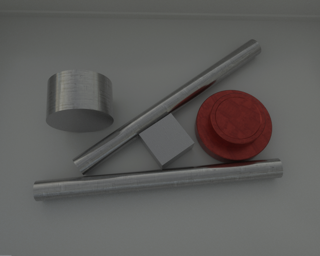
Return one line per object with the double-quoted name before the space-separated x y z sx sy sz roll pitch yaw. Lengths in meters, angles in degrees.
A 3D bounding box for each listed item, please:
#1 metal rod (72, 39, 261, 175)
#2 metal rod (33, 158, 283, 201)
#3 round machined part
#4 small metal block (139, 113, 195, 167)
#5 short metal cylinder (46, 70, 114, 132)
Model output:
"metal rod" 0.018 -0.035 0.421 0.301 0.025 0.025 -35 74 -12
"metal rod" 0.000 0.064 0.385 0.302 0.025 0.025 -5 70 -3
"round machined part" 0.097 -0.006 0.401 0.099 0.042 0.098 0 70 -1
"small metal block" 0.008 0.017 0.401 0.050 0.025 0.050 -34 74 -12
"short metal cylinder" -0.100 -0.031 0.390 0.081 0.080 0.050 -5 70 -2
